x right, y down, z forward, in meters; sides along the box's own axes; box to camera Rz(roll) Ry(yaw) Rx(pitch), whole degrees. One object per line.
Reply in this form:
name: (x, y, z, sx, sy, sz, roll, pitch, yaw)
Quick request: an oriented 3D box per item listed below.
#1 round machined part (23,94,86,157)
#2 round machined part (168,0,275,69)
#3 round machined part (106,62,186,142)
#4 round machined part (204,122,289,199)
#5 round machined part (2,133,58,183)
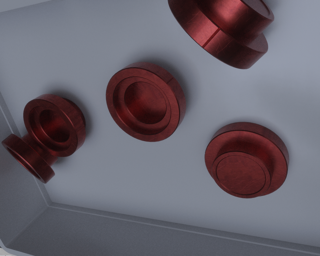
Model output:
round machined part: (-0.154, -0.007, 0.471, 0.098, 0.042, 0.097, 13, 123, 20)
round machined part: (0.059, -0.101, 0.267, 0.098, 0.098, 0.042, 43, 127, -2)
round machined part: (-0.014, -0.035, 0.382, 0.098, 0.042, 0.097, 13, 124, 20)
round machined part: (0.101, 0.045, 0.372, 0.098, 0.042, 0.097, 13, 124, 20)
round machined part: (-0.211, 0.044, 0.518, 0.098, 0.042, 0.098, 32, 152, 20)
